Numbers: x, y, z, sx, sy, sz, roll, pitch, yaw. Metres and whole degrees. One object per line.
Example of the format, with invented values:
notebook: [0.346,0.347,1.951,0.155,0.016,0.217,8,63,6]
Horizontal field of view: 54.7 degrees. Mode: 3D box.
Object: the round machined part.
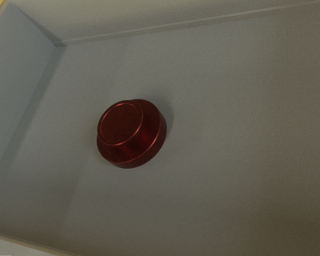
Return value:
round machined part: [-0.044,0.002,0.416,0.098,0.042,0.098,-13,56,20]
